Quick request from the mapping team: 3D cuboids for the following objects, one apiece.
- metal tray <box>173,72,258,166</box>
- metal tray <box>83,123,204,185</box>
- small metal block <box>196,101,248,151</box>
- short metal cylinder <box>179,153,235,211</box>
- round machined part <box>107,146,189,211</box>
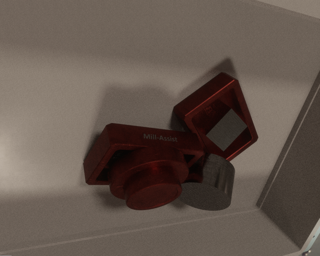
[{"bbox_3d":[0.086,-0.004,0.451,0.090,0.030,0.130,-37,130,-4],"label":"metal tray"},{"bbox_3d":[-0.021,0.039,0.398,0.131,0.030,0.089,7,138,-32],"label":"metal tray"},{"bbox_3d":[0.089,-0.002,0.441,0.050,0.025,0.050,-48,130,5],"label":"small metal block"},{"bbox_3d":[0.066,0.079,0.453,0.080,0.050,0.080,12,143,9],"label":"short metal cylinder"},{"bbox_3d":[-0.011,0.066,0.377,0.099,0.042,0.097,-12,145,-8],"label":"round machined part"}]
